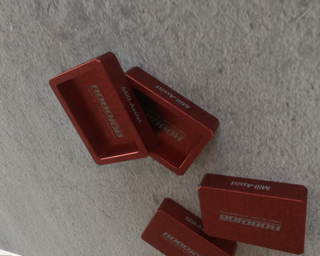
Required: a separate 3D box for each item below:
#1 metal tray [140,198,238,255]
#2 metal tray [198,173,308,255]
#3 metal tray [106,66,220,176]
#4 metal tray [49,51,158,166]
[{"bbox_3d":[0.043,0.178,0.490,0.130,0.030,0.089,32,128,6],"label":"metal tray"},{"bbox_3d":[0.121,0.111,0.408,0.130,0.030,0.089,3,120,26],"label":"metal tray"},{"bbox_3d":[-0.002,-0.007,0.398,0.130,0.030,0.089,34,129,5],"label":"metal tray"},{"bbox_3d":[-0.070,-0.019,0.387,0.090,0.030,0.129,-13,112,33],"label":"metal tray"}]
